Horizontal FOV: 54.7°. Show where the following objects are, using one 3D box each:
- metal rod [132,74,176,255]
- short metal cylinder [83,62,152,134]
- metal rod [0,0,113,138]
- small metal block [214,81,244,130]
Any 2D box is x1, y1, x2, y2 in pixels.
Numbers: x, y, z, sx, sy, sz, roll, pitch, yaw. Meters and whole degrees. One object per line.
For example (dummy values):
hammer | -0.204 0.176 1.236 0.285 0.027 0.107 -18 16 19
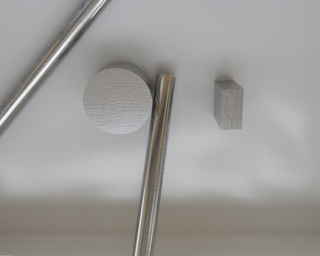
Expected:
metal rod | -0.011 0.083 0.375 0.025 0.025 0.298 8 84 -3
short metal cylinder | -0.049 -0.038 0.383 0.081 0.050 0.079 0 110 -1
metal rod | -0.165 -0.053 0.389 0.025 0.025 0.299 41 105 -14
small metal block | 0.085 -0.030 0.388 0.025 0.050 0.050 -3 110 1
